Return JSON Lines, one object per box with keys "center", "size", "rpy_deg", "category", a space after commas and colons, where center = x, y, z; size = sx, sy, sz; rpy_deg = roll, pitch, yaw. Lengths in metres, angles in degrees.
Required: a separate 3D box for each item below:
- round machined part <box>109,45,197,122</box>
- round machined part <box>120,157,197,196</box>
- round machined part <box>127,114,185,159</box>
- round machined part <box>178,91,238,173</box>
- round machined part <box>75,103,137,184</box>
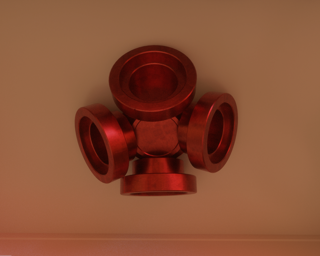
{"center": [-0.007, -0.047, 0.363], "size": [0.099, 0.098, 0.042], "rpy_deg": [-3, 148, 1], "category": "round machined part"}
{"center": [-0.002, 0.065, 0.404], "size": [0.099, 0.098, 0.042], "rpy_deg": [-1, 74, 0], "category": "round machined part"}
{"center": [-0.004, 0.002, 0.401], "size": [0.099, 0.042, 0.097], "rpy_deg": [0, 110, -1], "category": "round machined part"}
{"center": [0.057, 0.003, 0.383], "size": [0.042, 0.099, 0.097], "rpy_deg": [12, 115, 34], "category": "round machined part"}
{"center": [-0.065, 0.016, 0.386], "size": [0.042, 0.098, 0.097], "rpy_deg": [-21, 114, -33], "category": "round machined part"}
